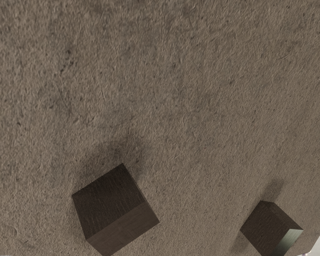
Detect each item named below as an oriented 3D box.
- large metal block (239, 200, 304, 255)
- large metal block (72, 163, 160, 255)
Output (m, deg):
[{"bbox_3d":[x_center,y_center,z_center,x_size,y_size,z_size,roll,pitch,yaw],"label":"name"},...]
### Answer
[{"bbox_3d":[0.222,0.205,0.623,0.050,0.080,0.080,17,109,-35],"label":"large metal block"},{"bbox_3d":[-0.059,0.105,0.405,0.080,0.080,0.050,-32,129,-8],"label":"large metal block"}]
